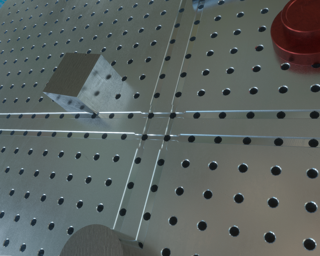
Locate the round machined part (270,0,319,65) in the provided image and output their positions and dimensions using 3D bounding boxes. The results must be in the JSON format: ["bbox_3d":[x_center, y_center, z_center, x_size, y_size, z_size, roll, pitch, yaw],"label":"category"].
[{"bbox_3d":[0.186,-0.129,0.378,0.098,0.042,0.098,-13,56,21],"label":"round machined part"}]

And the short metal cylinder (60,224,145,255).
[{"bbox_3d":[-0.062,0.150,0.333,0.080,0.050,0.080,-13,57,20],"label":"short metal cylinder"}]

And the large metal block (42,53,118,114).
[{"bbox_3d":[-0.129,-0.074,0.506,0.080,0.050,0.080,11,67,32],"label":"large metal block"}]
